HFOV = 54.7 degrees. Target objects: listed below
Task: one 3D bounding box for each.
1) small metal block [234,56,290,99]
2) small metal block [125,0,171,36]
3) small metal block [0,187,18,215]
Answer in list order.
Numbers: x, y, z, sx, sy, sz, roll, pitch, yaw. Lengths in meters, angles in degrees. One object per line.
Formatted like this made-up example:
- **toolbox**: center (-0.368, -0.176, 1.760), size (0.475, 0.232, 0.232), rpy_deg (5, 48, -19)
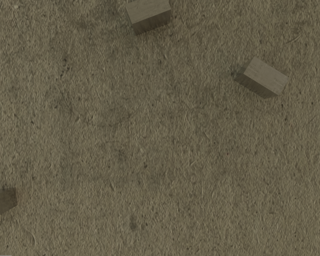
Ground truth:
- **small metal block**: center (0.129, -0.063, 0.398), size (0.050, 0.050, 0.025), rpy_deg (32, 90, 0)
- **small metal block**: center (-0.014, -0.146, 0.397), size (0.050, 0.050, 0.025), rpy_deg (-21, 90, 0)
- **small metal block**: center (-0.220, 0.096, 0.396), size (0.050, 0.050, 0.025), rpy_deg (-6, 90, 0)
